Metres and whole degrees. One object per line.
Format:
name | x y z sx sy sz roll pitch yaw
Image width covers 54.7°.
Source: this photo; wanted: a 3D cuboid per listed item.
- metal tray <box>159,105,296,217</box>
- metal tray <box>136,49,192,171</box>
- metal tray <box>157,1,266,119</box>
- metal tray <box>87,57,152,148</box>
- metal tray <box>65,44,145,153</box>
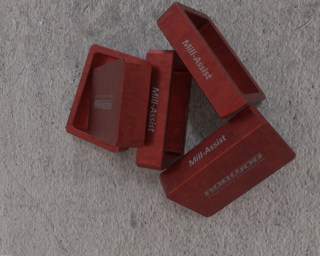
metal tray | 0.076 0.043 0.348 0.130 0.090 0.030 -40 43 15
metal tray | 0.009 -0.020 0.372 0.030 0.090 0.129 7 93 20
metal tray | 0.061 -0.076 0.351 0.030 0.091 0.130 -38 78 30
metal tray | -0.053 -0.030 0.368 0.130 0.030 0.089 11 95 64
metal tray | -0.070 -0.041 0.431 0.090 0.030 0.129 21 97 18
